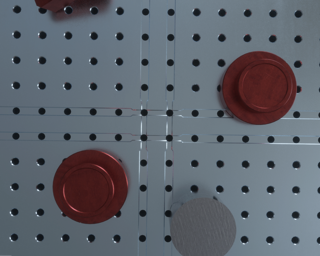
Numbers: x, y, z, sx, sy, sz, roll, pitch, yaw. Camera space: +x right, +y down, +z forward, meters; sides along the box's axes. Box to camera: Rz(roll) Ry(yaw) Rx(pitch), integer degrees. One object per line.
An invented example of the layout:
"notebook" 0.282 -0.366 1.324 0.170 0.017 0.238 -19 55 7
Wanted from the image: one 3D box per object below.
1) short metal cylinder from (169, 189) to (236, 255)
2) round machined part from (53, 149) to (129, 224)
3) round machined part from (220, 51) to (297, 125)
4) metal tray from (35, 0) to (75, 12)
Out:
"short metal cylinder" 0.053 0.124 0.401 0.081 0.050 0.079 0 90 0
"round machined part" -0.091 0.077 0.404 0.099 0.042 0.097 0 90 0
"round machined part" 0.131 -0.053 0.406 0.099 0.042 0.097 0 90 0
"metal tray" -0.135 -0.229 0.394 0.090 0.030 0.129 -21 90 22
